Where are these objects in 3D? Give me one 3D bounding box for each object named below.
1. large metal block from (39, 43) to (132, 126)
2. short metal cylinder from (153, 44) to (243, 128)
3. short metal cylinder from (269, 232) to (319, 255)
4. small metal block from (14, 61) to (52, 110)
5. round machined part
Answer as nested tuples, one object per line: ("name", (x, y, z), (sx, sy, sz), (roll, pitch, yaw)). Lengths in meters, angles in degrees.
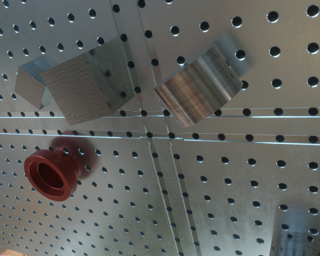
("large metal block", (-0.097, -0.056, 0.412), (0.080, 0.050, 0.080), (-13, 112, 33))
("short metal cylinder", (0.039, -0.044, 0.328), (0.080, 0.080, 0.050), (-30, 102, 38))
("short metal cylinder", (0.187, 0.187, 0.412), (0.080, 0.050, 0.079), (13, 124, 21))
("small metal block", (-0.190, -0.064, 0.471), (0.050, 0.025, 0.050), (36, 129, 4))
("round machined part", (-0.186, 0.078, 0.547), (0.098, 0.042, 0.097), (13, 124, 21))
